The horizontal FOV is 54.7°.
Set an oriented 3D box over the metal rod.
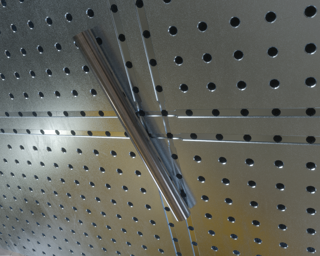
[{"bbox_3d":[-0.031,0.008,0.430,0.025,0.025,0.299,-16,110,34],"label":"metal rod"}]
